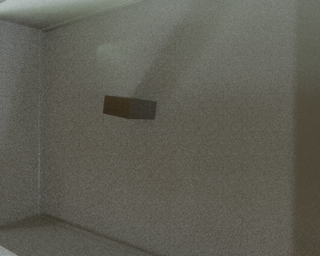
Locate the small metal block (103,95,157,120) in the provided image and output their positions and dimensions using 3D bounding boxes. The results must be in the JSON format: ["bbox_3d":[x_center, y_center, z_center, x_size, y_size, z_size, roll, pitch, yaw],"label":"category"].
[{"bbox_3d":[-0.041,-0.028,0.422,0.050,0.050,0.025,12,98,39],"label":"small metal block"}]
